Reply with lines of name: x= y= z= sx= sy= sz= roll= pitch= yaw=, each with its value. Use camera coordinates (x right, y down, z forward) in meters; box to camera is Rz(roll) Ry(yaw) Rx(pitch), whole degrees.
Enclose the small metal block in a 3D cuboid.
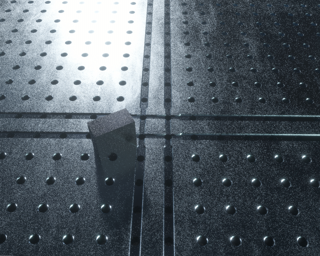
small metal block: x=-0.058 y=0.009 z=0.383 sx=0.050 sy=0.050 sz=0.025 roll=-23 pitch=54 yaw=-18
